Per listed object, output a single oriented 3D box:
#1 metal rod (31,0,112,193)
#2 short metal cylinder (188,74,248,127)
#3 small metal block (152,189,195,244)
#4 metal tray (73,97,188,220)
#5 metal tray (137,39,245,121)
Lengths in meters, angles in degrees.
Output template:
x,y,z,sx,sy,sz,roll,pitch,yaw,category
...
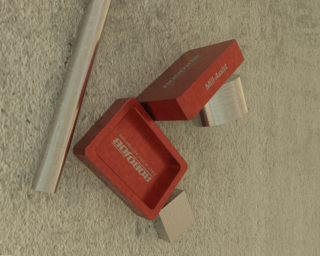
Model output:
x,y,z,sx,sy,sz,roll,pitch,yaw,category
-0.082,-0.080,0.336,0.025,0.025,0.299,22,76,-38,metal rod
0.078,-0.040,0.437,0.081,0.080,0.050,-29,108,-37,short metal cylinder
0.016,0.117,0.420,0.050,0.025,0.050,-32,110,-36,small metal block
-0.029,0.038,0.378,0.130,0.030,0.090,52,59,-28,metal tray
0.037,-0.061,0.395,0.131,0.090,0.030,-47,119,-30,metal tray
